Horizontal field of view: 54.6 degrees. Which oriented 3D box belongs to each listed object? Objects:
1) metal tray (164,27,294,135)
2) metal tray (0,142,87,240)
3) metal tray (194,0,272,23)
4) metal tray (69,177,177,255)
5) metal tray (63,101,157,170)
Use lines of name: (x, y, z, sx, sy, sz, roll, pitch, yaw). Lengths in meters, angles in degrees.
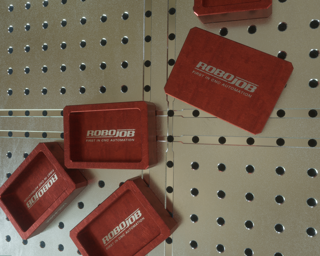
metal tray: (0.081, -0.058, 0.381, 0.130, 0.030, 0.090, 27, 99, 18)
metal tray: (-0.185, 0.095, 0.476, 0.130, 0.030, 0.090, -45, 76, 14)
metal tray: (0.090, -0.201, 0.378, 0.090, 0.030, 0.129, 1, 90, 20)
metal tray: (-0.053, 0.141, 0.429, 0.130, 0.030, 0.090, -43, 77, 15)
metal tray: (-0.072, 0.011, 0.435, 0.130, 0.030, 0.090, -2, 89, 20)
